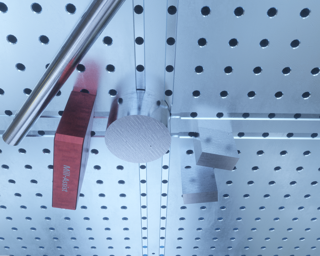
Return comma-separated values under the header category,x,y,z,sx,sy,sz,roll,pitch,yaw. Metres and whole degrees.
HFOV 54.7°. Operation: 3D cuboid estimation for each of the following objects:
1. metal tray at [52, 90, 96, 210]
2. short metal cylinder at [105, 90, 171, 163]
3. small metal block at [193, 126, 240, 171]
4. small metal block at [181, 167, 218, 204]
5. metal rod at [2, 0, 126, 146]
category,x,y,z,sx,sy,sz,roll,pitch,yaw
metal tray,-0.109,0.030,0.392,0.030,0.090,0.129,10,129,-9
short metal cylinder,-0.027,-0.001,0.394,0.081,0.050,0.079,0,130,0
small metal block,0.075,0.027,0.420,0.050,0.050,0.025,10,129,-9
small metal block,0.059,0.085,0.469,0.050,0.050,0.025,-6,130,4
metal rod,-0.105,-0.074,0.346,0.025,0.025,0.299,32,123,-25
